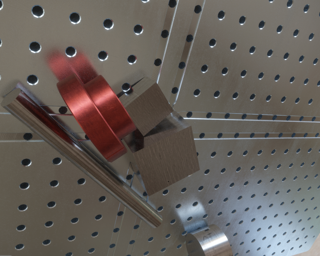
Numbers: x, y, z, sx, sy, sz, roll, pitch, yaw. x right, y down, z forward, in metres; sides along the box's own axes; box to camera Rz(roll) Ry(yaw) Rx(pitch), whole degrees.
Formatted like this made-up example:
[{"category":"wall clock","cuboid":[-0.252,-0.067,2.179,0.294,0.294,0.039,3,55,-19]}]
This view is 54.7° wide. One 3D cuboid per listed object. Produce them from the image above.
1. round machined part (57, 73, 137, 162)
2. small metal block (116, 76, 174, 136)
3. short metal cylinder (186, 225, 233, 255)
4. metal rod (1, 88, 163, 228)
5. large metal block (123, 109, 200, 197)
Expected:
[{"category":"round machined part","cuboid":[-0.060,-0.016,0.322,0.042,0.098,0.098,-34,129,-6]},{"category":"small metal block","cuboid":[-0.019,-0.027,0.382,0.050,0.025,0.050,-41,130,-9]},{"category":"short metal cylinder","cuboid":[0.088,0.223,0.565,0.050,0.080,0.079,-13,124,-21]},{"category":"metal rod","cuboid":[-0.078,0.060,0.406,0.025,0.025,0.300,-40,130,-2]},{"category":"large metal block","cuboid":[0.001,0.032,0.417,0.081,0.050,0.080,-25,128,-13]}]
